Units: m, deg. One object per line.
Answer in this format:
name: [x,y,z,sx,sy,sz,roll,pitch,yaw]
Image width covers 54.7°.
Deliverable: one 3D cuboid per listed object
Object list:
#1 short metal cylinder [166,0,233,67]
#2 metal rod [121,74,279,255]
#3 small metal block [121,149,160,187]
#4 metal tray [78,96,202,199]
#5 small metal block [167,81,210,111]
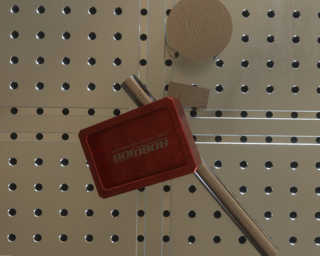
short metal cylinder: [0.048,-0.123,0.401,0.081,0.050,0.079,0,90,-1]
metal rod: [0.053,0.052,0.414,0.025,0.025,0.300,-40,91,0]
small metal block: [-0.020,0.047,0.413,0.050,0.025,0.050,-14,90,-1]
metal tray: [-0.026,0.025,0.375,0.130,0.030,0.090,-20,88,19]
small metal block: [0.034,-0.040,0.401,0.050,0.050,0.025,11,90,-1]
